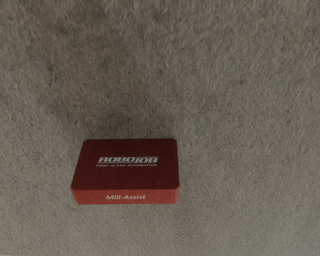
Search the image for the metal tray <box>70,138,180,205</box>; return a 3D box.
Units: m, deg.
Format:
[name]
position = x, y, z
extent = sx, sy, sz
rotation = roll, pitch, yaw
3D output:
[metal tray]
position = -0.042, 0.055, 0.410
extent = 0.131, 0.090, 0.030
rotation = -1, 130, 0
